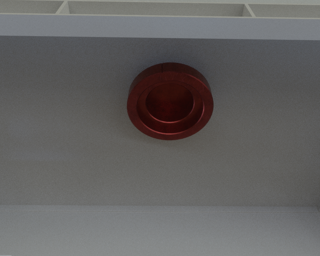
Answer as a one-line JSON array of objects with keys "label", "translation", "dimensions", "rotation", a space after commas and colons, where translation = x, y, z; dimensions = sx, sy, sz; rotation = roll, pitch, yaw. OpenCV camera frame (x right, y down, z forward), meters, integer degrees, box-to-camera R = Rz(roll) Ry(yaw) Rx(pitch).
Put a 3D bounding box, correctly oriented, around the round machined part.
[{"label": "round machined part", "translation": [0.012, -0.035, 0.368], "dimensions": [0.099, 0.042, 0.097], "rotation": [0, 130, 0]}]
